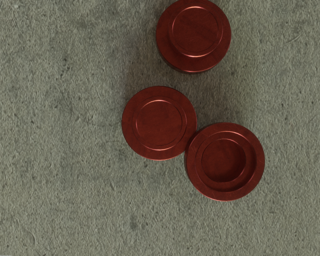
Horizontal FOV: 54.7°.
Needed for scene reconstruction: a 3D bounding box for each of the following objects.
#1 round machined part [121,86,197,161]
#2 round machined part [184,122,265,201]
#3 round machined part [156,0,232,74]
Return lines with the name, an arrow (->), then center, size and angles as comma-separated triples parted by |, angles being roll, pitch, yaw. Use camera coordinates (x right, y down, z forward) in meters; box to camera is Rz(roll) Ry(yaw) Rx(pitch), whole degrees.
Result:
round machined part -> -0.001, -0.006, 0.401 | 0.099, 0.042, 0.097 | 0, 90, 0
round machined part -> 0.080, 0.041, 0.400 | 0.099, 0.042, 0.097 | 0, 92, -4
round machined part -> 0.044, -0.121, 0.402 | 0.099, 0.042, 0.097 | 0, 90, 0
